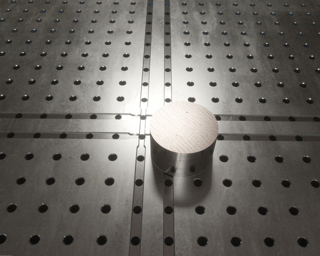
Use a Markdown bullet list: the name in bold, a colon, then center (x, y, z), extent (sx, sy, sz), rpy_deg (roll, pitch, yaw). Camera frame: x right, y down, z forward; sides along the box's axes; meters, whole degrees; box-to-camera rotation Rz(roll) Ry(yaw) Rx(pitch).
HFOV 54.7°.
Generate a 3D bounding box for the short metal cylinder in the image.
- **short metal cylinder**: center (0.028, 0.013, 0.381), extent (0.081, 0.050, 0.080), rpy_deg (0, 50, 0)
